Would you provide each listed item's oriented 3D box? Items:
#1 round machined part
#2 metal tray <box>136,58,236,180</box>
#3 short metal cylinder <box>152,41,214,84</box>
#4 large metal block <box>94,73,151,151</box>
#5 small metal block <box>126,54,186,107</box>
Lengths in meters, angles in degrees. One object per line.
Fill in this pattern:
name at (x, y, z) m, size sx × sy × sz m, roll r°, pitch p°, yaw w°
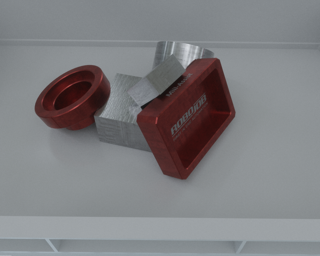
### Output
round machined part at (-0.108, -0.035, 0.405) m, size 0.098 × 0.042 × 0.098 m, roll -16°, pitch 42°, yaw 15°
metal tray at (0.038, -0.014, 0.372) m, size 0.030 × 0.090 × 0.131 m, roll 8°, pitch 44°, yaw 43°
short metal cylinder at (0.031, -0.085, 0.431) m, size 0.080 × 0.080 × 0.050 m, roll 13°, pitch 95°, yaw 10°
large metal block at (-0.029, -0.021, 0.404) m, size 0.080 × 0.050 × 0.080 m, roll 11°, pitch 51°, yaw 9°
small metal block at (-0.005, -0.055, 0.366) m, size 0.025 × 0.050 × 0.050 m, roll 51°, pitch 59°, yaw -10°
